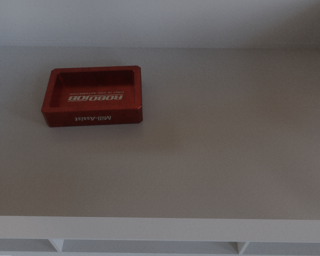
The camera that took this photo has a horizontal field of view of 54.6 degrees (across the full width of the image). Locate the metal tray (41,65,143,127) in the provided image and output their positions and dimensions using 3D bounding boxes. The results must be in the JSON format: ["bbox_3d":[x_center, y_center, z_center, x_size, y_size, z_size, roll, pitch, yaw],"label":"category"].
[{"bbox_3d":[-0.091,-0.047,0.440,0.131,0.030,0.090,-3,50,-2],"label":"metal tray"}]
